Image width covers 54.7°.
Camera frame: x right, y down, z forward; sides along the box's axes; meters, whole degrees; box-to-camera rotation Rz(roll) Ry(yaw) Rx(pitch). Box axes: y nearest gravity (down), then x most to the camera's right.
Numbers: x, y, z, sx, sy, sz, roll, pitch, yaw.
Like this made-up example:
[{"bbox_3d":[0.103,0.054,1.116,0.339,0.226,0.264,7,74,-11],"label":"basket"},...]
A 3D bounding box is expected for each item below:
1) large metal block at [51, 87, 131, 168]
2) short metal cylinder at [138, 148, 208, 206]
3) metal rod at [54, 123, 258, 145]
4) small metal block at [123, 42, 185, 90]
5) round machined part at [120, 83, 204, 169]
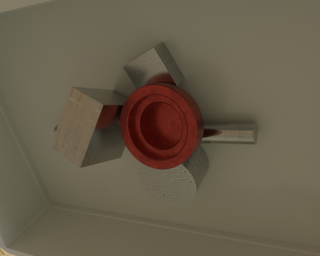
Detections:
[{"bbox_3d":[-0.078,-0.003,0.390,0.050,0.080,0.079,30,106,23],"label":"large metal block"},{"bbox_3d":[0.018,0.057,0.413,0.080,0.050,0.079,13,124,20],"label":"short metal cylinder"},{"bbox_3d":[-0.025,0.006,0.420,0.300,0.025,0.025,0,119,27],"label":"metal rod"},{"bbox_3d":[-0.007,-0.066,0.369,0.050,0.025,0.050,-23,107,36],"label":"small metal block"},{"bbox_3d":[0.005,-0.004,0.364,0.098,0.042,0.097,6,104,27],"label":"round machined part"}]
